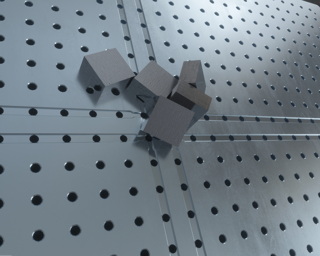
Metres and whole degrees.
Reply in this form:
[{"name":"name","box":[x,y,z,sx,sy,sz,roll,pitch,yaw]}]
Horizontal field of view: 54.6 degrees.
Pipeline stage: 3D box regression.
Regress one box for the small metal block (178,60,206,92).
[{"name":"small metal block","box":[0.048,-0.063,0.452,0.025,0.050,0.050,-1,48,20]}]

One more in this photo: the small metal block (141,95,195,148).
[{"name":"small metal block","box":[0.009,-0.009,0.403,0.050,0.025,0.050,26,87,-12]}]

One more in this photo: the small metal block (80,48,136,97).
[{"name":"small metal block","box":[-0.070,-0.075,0.416,0.050,0.025,0.050,-27,77,-37]}]

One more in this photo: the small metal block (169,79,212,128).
[{"name":"small metal block","box":[0.035,-0.032,0.430,0.050,0.050,0.025,30,52,-9]}]

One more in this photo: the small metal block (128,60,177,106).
[{"name":"small metal block","box":[-0.008,-0.061,0.441,0.050,0.025,0.050,38,51,-3]}]
